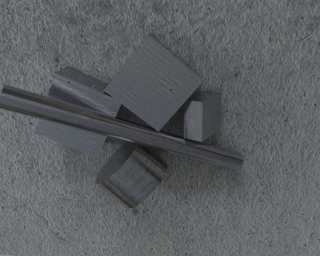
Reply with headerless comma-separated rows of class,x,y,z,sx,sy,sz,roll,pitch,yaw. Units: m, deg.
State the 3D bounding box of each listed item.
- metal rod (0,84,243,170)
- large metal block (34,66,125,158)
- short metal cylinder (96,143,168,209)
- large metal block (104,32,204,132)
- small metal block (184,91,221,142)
metal rod,-0.026,0.007,0.370,0.302,0.025,0.025,16,110,-24
large metal block,-0.097,-0.021,0.389,0.080,0.050,0.080,24,108,-9
short metal cylinder,-0.037,0.056,0.401,0.080,0.080,0.050,-42,105,14
large metal block,-0.007,-0.057,0.374,0.080,0.050,0.080,38,106,-13
small metal block,0.054,-0.016,0.390,0.025,0.050,0.050,12,115,34
